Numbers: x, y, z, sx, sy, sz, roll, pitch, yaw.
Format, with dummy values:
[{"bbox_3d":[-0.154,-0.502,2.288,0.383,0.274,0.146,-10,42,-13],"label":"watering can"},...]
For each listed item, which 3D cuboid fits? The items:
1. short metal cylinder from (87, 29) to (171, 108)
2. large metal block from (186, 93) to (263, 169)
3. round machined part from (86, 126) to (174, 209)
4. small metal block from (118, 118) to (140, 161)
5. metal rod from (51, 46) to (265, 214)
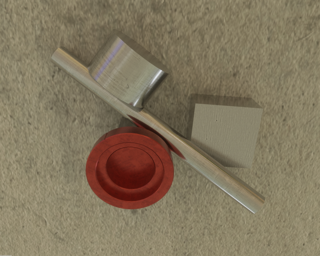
[{"bbox_3d":[-0.035,-0.068,0.356,0.080,0.080,0.050,36,106,-13],"label":"short metal cylinder"},{"bbox_3d":[0.078,0.003,0.400,0.081,0.050,0.079,4,110,-2],"label":"large metal block"},{"bbox_3d":[-0.034,0.043,0.365,0.099,0.042,0.097,0,112,-1],"label":"round machined part"},{"bbox_3d":[-0.038,0.016,0.404,0.025,0.050,0.050,-2,110,0],"label":"small metal block"},{"bbox_3d":[-0.004,0.001,0.372,0.301,0.025,0.025,37,106,2],"label":"metal rod"}]
